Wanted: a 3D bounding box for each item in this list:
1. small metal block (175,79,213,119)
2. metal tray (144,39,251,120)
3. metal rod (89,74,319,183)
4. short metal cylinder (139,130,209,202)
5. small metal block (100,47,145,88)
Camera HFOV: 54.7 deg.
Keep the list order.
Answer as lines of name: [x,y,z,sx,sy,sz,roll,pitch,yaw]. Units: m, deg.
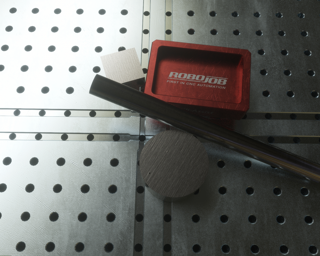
small metal block: [0.045,-0.040,0.427,0.050,0.025,0.050,5,70,1]
metal tray: [0.049,-0.064,0.406,0.131,0.030,0.090,7,70,2]
metal rod: [0.062,0.003,0.377,0.302,0.025,0.025,21,71,-6]
short metal cylinder: [0.016,0.048,0.381,0.081,0.050,0.080,0,70,0]
small metal block: [-0.052,-0.081,0.441,0.050,0.025,0.050,-17,71,-7]
